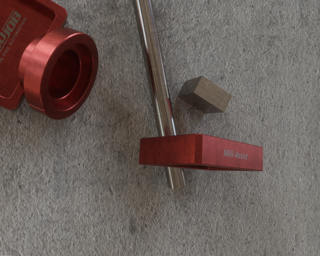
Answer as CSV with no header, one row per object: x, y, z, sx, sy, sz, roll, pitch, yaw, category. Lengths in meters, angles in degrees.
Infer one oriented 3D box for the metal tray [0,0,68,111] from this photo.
-0.173,-0.095,0.342,0.090,0.030,0.130,28,81,-18,metal tray

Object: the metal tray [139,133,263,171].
0.051,0.033,0.369,0.131,0.090,0.030,12,77,-44,metal tray

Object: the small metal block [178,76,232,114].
0.060,-0.043,0.419,0.050,0.050,0.025,30,80,-18,small metal block

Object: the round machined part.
-0.113,-0.061,0.338,0.042,0.098,0.098,23,81,14,round machined part

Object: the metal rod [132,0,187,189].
-0.004,-0.068,0.408,0.025,0.025,0.298,-12,94,-20,metal rod
